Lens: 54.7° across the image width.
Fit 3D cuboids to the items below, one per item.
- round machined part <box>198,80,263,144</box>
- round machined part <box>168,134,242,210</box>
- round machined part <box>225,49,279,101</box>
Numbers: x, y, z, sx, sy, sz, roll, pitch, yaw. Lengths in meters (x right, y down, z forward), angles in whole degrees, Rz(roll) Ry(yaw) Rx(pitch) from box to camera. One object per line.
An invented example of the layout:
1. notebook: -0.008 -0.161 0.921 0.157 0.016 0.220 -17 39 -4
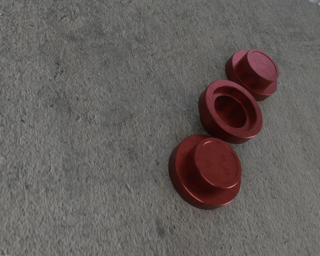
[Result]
1. round machined part: 0.098 -0.019 0.457 0.099 0.042 0.098 14 56 -21
2. round machined part: 0.064 0.051 0.396 0.099 0.042 0.098 14 56 -21
3. round machined part: 0.167 -0.099 0.543 0.099 0.042 0.098 14 56 -21
